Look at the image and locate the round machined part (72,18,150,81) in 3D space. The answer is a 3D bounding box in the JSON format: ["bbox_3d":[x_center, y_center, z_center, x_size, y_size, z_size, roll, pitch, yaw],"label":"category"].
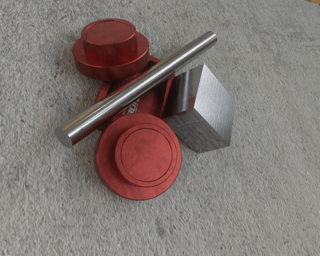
[{"bbox_3d":[-0.064,-0.107,0.400,0.099,0.042,0.098,-1,45,1],"label":"round machined part"}]

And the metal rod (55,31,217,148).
[{"bbox_3d":[-0.008,-0.067,0.404,0.025,0.025,0.302,46,51,4],"label":"metal rod"}]

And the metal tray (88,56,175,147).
[{"bbox_3d":[-0.033,-0.046,0.412,0.091,0.030,0.130,22,53,-15],"label":"metal tray"}]

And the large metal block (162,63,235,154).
[{"bbox_3d":[0.055,-0.024,0.415,0.080,0.050,0.080,43,46,-31],"label":"large metal block"}]

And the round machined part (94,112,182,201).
[{"bbox_3d":[-0.020,0.031,0.343,0.099,0.042,0.097,3,81,-21],"label":"round machined part"}]
